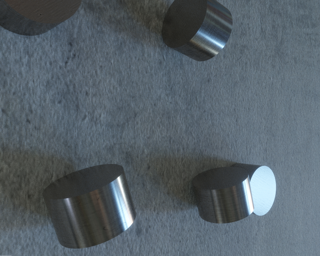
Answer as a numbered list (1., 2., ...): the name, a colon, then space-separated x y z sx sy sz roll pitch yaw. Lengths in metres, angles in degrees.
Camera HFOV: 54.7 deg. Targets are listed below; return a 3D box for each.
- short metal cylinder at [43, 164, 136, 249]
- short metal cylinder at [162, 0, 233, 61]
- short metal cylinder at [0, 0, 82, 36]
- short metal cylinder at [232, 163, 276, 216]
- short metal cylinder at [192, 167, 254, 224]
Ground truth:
1. short metal cylinder: -0.069 0.075 0.312 0.081 0.080 0.050 -23 105 -38
2. short metal cylinder: 0.048 -0.135 0.411 0.050 0.080 0.080 16 80 -39
3. short metal cylinder: -0.120 -0.132 0.288 0.081 0.050 0.079 0 90 -40
4. short metal cylinder: 0.150 0.101 0.517 0.081 0.050 0.079 0 90 -40
5. short metal cylinder: 0.091 0.094 0.448 0.081 0.080 0.050 -22 104 -38
